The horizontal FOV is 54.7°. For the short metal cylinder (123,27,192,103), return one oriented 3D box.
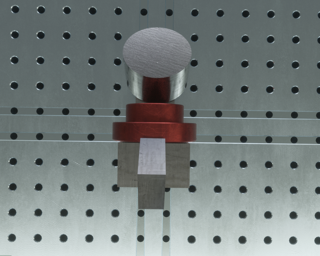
[{"bbox_3d":[-0.004,-0.077,0.384,0.081,0.050,0.080,1,60,-1],"label":"short metal cylinder"}]

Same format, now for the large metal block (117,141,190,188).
[{"bbox_3d":[-0.007,0.041,0.385,0.081,0.080,0.050,1,90,-1],"label":"large metal block"}]

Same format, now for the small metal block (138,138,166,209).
[{"bbox_3d":[-0.008,0.045,0.310,0.025,0.050,0.050,1,128,-1],"label":"small metal block"}]

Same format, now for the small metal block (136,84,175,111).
[{"bbox_3d":[-0.006,-0.031,0.412,0.050,0.025,0.050,1,90,-1],"label":"small metal block"}]

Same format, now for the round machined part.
[{"bbox_3d":[-0.006,-0.007,0.366,0.099,0.098,0.042,1,90,-1],"label":"round machined part"}]
